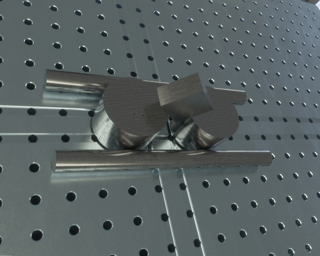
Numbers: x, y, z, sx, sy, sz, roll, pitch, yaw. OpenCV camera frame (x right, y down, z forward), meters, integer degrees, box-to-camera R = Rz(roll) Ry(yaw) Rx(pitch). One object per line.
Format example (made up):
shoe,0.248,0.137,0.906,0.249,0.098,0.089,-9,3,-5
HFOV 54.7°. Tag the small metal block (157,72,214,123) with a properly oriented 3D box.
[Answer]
small metal block,0.031,-0.034,0.366,0.050,0.050,0.025,45,29,-59

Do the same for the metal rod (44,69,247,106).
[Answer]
metal rod,-0.001,-0.053,0.436,0.303,0.025,0.025,2,61,-27

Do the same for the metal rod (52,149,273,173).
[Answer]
metal rod,0.024,0.040,0.392,0.303,0.025,0.025,2,61,-27

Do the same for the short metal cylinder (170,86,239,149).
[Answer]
short metal cylinder,0.060,-0.011,0.427,0.081,0.050,0.080,14,56,-21

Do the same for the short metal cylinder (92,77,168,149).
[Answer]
short metal cylinder,-0.037,-0.014,0.377,0.081,0.050,0.080,14,56,-21
